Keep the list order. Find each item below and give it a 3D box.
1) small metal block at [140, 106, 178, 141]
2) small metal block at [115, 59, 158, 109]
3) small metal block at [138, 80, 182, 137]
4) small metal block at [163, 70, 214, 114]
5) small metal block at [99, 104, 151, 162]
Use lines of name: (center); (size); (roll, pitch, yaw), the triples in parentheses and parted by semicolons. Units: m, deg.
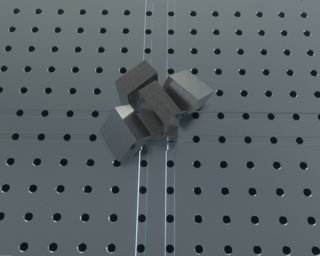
small metal block: (-0.002, -0.010, 0.415); (0.050, 0.025, 0.050); (1, 70, -1)
small metal block: (-0.030, -0.057, 0.419); (0.050, 0.050, 0.025); (-39, 75, -13)
small metal block: (-0.001, -0.023, 0.380); (0.025, 0.050, 0.050); (-34, 74, -12)
small metal block: (0.037, -0.050, 0.416); (0.050, 0.025, 0.050); (41, 35, 13)
small metal block: (-0.045, 0.007, 0.393); (0.025, 0.050, 0.050); (-17, 66, -46)
